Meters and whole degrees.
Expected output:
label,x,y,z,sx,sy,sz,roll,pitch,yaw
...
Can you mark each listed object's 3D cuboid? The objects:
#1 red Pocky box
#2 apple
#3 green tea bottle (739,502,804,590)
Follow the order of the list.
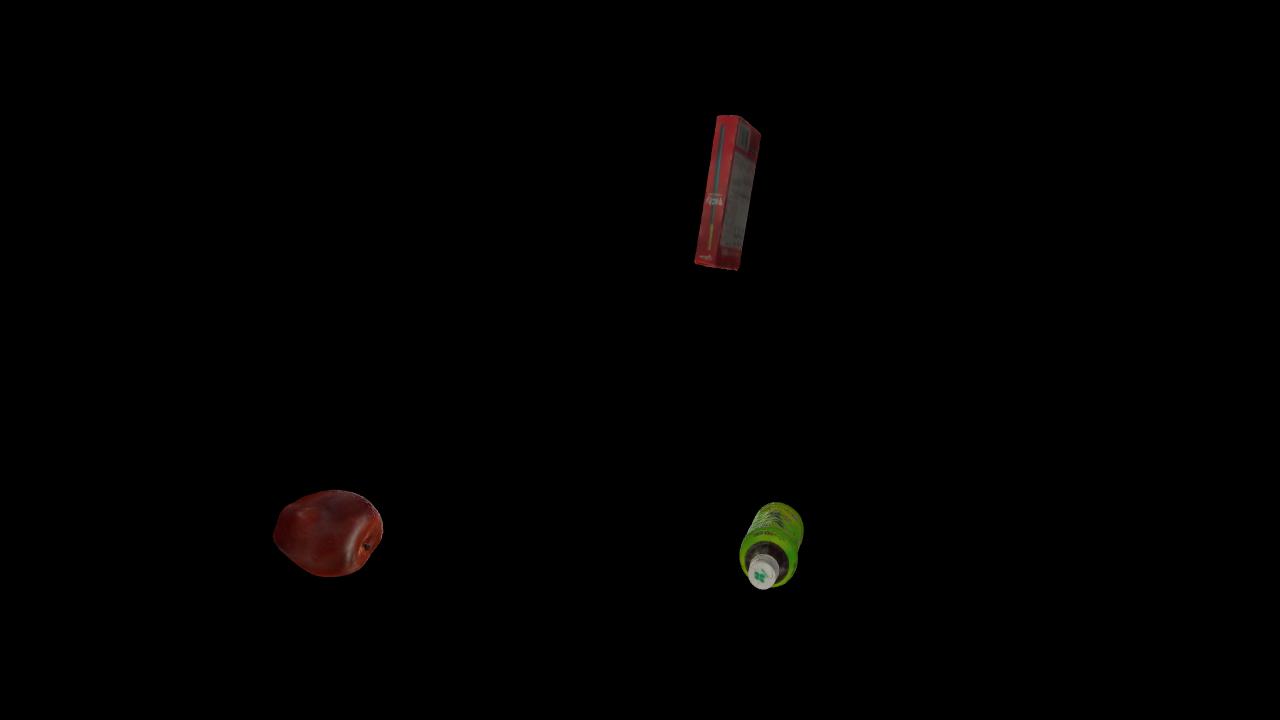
label,x,y,z,sx,sy,sz,roll,pitch,yaw
red Pocky box,0.096,-0.177,0.669,0.028,0.155,0.083,13,11,24
apple,-0.290,0.161,0.576,0.093,0.079,0.079,14,3,11
green tea bottle,0.164,0.232,0.761,0.073,0.073,0.212,0,0,16
